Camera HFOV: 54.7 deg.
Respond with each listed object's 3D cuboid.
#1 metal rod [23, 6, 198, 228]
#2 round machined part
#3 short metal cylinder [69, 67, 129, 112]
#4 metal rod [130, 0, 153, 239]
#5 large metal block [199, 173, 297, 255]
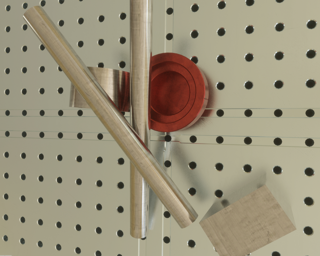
[{"bbox_3d":[-0.056,-0.012,0.356,0.025,0.025,0.299,-37,90,16],"label":"metal rod"},{"bbox_3d":[0.014,-0.044,0.397,0.098,0.042,0.097,0,91,20],"label":"round machined part"},{"bbox_3d":[-0.077,-0.049,0.409,0.080,0.080,0.050,6,92,19],"label":"short metal cylinder"},{"bbox_3d":[-0.024,0.002,0.377,0.025,0.025,0.298,8,109,19],"label":"metal rod"},{"bbox_3d":[0.099,0.098,0.348,0.080,0.080,0.050,-36,79,16],"label":"large metal block"}]
